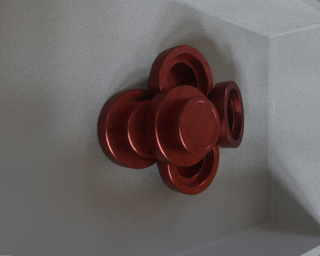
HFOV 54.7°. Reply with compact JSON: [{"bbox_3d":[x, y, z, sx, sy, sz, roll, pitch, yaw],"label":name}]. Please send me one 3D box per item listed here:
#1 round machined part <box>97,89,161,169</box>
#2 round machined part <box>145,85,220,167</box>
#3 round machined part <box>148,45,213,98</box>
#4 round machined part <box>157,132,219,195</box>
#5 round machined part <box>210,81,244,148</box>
[{"bbox_3d":[-0.022,0.001,0.374,0.099,0.042,0.097,0,90,-40],"label":"round machined part"},{"bbox_3d":[0.034,-0.003,0.367,0.099,0.042,0.097,0,90,-40],"label":"round machined part"},{"bbox_3d":[0.024,-0.058,0.415,0.099,0.042,0.097,0,90,-40],"label":"round machined part"},{"bbox_3d":[0.034,0.039,0.424,0.099,0.042,0.097,0,90,-40],"label":"round machined part"},{"bbox_3d":[0.091,-0.019,0.458,0.098,0.042,0.097,9,80,-60],"label":"round machined part"}]
